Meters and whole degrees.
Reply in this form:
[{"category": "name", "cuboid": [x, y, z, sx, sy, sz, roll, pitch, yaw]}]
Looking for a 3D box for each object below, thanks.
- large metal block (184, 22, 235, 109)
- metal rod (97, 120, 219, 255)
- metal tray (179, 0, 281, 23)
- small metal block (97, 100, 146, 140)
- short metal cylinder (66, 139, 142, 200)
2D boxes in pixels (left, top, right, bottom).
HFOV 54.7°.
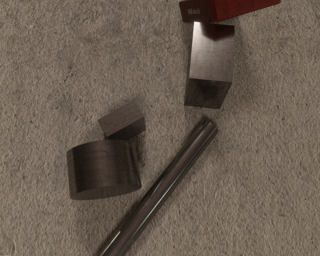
[{"category": "large metal block", "cuboid": [0.063, -0.079, 0.409, 0.050, 0.080, 0.080, 6, 70, 2]}, {"category": "metal rod", "cuboid": [-0.026, 0.109, 0.367, 0.025, 0.025, 0.300, 36, 74, 12]}, {"category": "metal tray", "cuboid": [0.088, -0.171, 0.422, 0.091, 0.130, 0.030, -19, 112, -7]}, {"category": "small metal block", "cuboid": [-0.047, -0.003, 0.396, 0.050, 0.050, 0.025, -30, 73, -11]}, {"category": "short metal cylinder", "cuboid": [-0.065, 0.050, 0.360, 0.081, 0.080, 0.050, -10, 71, -4]}]
